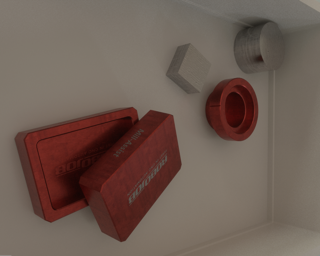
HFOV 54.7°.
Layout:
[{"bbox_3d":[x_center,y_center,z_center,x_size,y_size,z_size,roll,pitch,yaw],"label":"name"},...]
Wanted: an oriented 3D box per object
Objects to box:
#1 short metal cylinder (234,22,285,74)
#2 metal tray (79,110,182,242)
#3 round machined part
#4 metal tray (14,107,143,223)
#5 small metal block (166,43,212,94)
[{"bbox_3d":[0.174,-0.137,0.539,0.081,0.050,0.079,0,90,-40],"label":"short metal cylinder"},{"bbox_3d":[-0.025,0.050,0.355,0.131,0.030,0.089,-47,138,-38],"label":"metal tray"},{"bbox_3d":[0.110,-0.029,0.490,0.099,0.042,0.097,0,90,-40],"label":"round machined part"},{"bbox_3d":[-0.077,0.033,0.339,0.131,0.030,0.089,-18,102,-39],"label":"metal tray"},{"bbox_3d":[0.042,-0.084,0.444,0.050,0.025,0.050,35,68,-35],"label":"small metal block"}]
